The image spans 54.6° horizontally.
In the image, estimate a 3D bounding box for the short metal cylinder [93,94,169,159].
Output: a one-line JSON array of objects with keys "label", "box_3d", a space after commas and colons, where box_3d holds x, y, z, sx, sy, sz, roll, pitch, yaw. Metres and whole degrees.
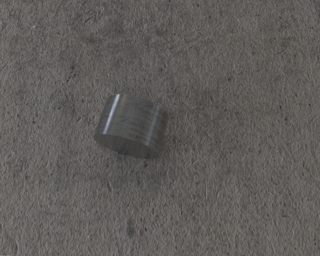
[{"label": "short metal cylinder", "box_3d": [-0.034, 0.001, 0.379, 0.080, 0.080, 0.050, 14, 71, 5]}]
